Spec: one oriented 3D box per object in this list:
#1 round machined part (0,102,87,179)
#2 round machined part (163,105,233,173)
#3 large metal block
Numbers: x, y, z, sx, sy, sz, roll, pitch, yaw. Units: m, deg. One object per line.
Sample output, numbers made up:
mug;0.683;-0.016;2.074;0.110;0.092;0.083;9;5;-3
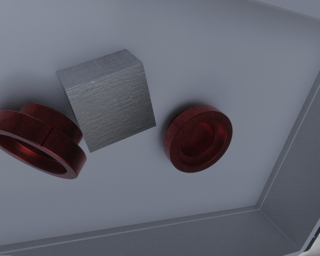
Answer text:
round machined part;-0.119;0.011;0.316;0.098;0.098;0.042;49;53;-40
round machined part;0.049;0.011;0.433;0.099;0.042;0.097;-14;125;-21
large metal block;-0.057;-0.031;0.343;0.081;0.050;0.080;-23;127;-15
